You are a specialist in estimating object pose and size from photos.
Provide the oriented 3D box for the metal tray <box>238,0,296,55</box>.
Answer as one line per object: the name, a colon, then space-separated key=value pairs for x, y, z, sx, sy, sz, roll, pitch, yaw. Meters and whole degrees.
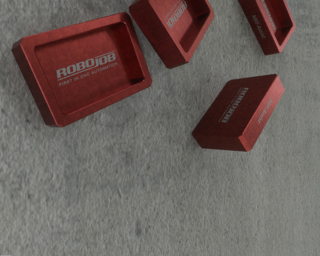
metal tray: x=0.201 y=-0.213 z=0.572 sx=0.130 sy=0.030 sz=0.090 roll=52 pitch=60 yaw=-28

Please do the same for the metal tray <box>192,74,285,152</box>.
metal tray: x=0.117 y=-0.024 z=0.463 sx=0.130 sy=0.090 sz=0.030 roll=-52 pitch=121 yaw=-27

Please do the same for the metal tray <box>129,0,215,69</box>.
metal tray: x=0.022 y=-0.150 z=0.401 sx=0.090 sy=0.030 sz=0.130 roll=52 pitch=46 yaw=-28

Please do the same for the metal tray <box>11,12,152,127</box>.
metal tray: x=-0.077 y=-0.066 z=0.338 sx=0.131 sy=0.030 sz=0.090 roll=-31 pitch=110 yaw=-36
